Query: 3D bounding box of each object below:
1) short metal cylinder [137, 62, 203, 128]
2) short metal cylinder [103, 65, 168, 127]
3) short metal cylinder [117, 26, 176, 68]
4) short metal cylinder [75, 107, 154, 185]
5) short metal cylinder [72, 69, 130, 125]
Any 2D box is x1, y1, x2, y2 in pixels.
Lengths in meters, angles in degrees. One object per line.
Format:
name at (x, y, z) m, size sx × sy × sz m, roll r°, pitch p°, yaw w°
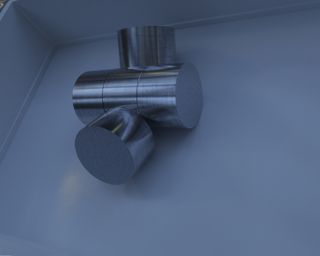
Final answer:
short metal cylinder at (0.015, -0.040, 0.385) m, size 0.050 × 0.080 × 0.080 m, roll 1°, pitch 62°, yaw 29°
short metal cylinder at (-0.030, -0.041, 0.409) m, size 0.050 × 0.080 × 0.080 m, roll 1°, pitch 62°, yaw 29°
short metal cylinder at (-0.018, -0.111, 0.437) m, size 0.080 × 0.080 × 0.050 m, roll 2°, pitch 101°, yaw 29°
short metal cylinder at (-0.054, 0.021, 0.374) m, size 0.080 × 0.080 × 0.050 m, roll 0°, pitch 28°, yaw 28°
short metal cylinder at (-0.074, -0.041, 0.433) m, size 0.050 × 0.080 × 0.080 m, roll 1°, pitch 62°, yaw 29°
